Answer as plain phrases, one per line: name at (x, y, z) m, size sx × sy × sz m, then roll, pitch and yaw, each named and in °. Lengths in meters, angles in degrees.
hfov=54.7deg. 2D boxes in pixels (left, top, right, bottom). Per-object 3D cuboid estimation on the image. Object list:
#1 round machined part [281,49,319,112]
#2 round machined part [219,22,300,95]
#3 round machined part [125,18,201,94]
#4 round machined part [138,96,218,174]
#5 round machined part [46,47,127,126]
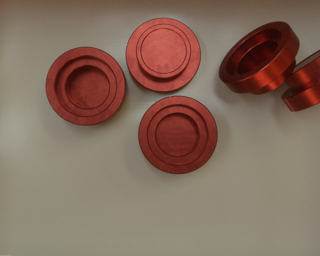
round machined part at (0.191, -0.065, 0.377) m, size 0.098 × 0.098 × 0.042 m, roll -36°, pitch 91°, yaw 0°
round machined part at (0.125, -0.080, 0.382) m, size 0.042 × 0.098 × 0.098 m, roll 41°, pitch 90°, yaw -25°
round machined part at (0.004, -0.095, 0.403) m, size 0.099 × 0.042 × 0.097 m, roll 0°, pitch 90°, yaw -1°
round machined part at (0.022, 0.008, 0.403) m, size 0.099 × 0.042 × 0.097 m, roll 0°, pitch 90°, yaw -1°
round machined part at (-0.092, -0.052, 0.402) m, size 0.099 × 0.042 × 0.097 m, roll 0°, pitch 90°, yaw -1°
